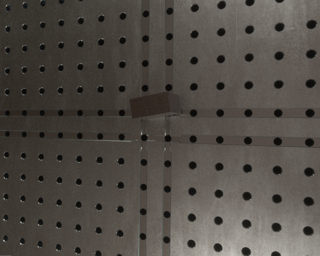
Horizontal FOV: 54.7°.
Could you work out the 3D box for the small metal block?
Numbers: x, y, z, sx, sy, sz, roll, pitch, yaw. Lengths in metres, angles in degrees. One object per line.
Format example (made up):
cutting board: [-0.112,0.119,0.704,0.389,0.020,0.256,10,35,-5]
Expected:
small metal block: [-0.004,-0.028,0.400,0.050,0.050,0.025,-9,87,19]
